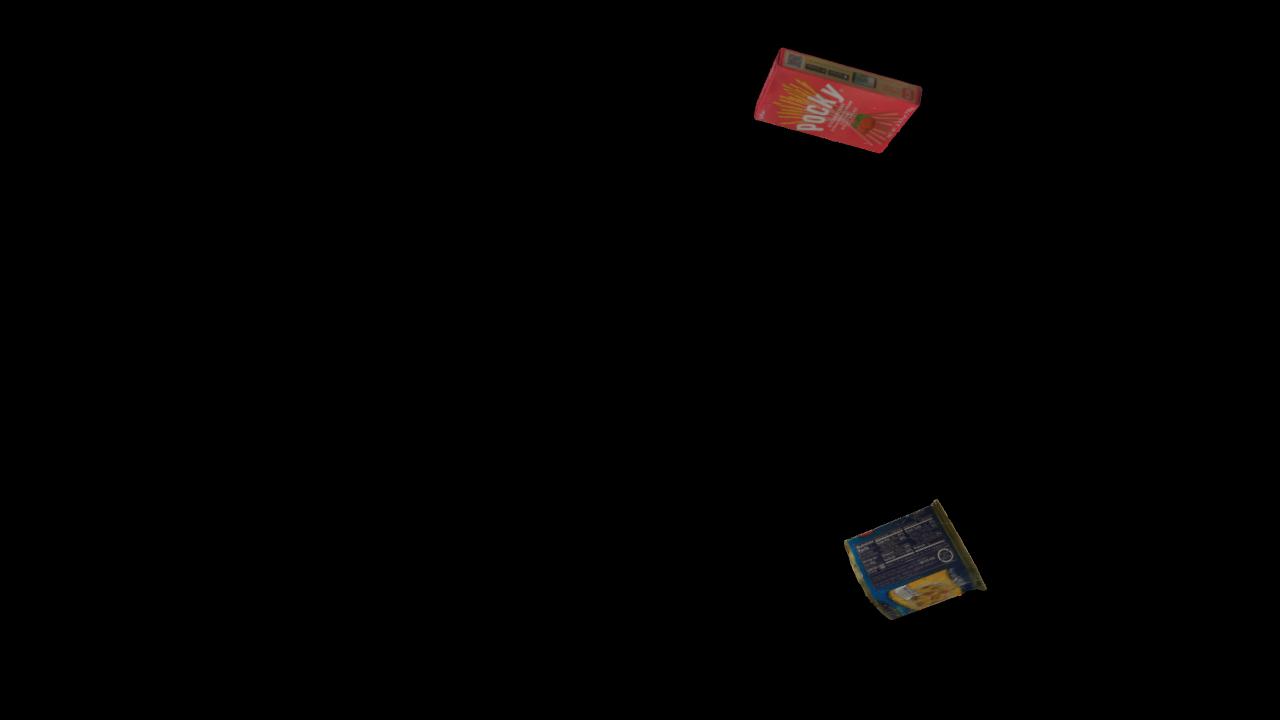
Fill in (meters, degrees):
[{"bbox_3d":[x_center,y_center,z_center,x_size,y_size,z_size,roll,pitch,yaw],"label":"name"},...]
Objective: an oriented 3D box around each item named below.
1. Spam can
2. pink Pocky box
[{"bbox_3d":[0.229,0.171,0.516,0.085,0.058,0.101,-29,-46,16],"label":"Spam can"},{"bbox_3d":[0.209,-0.276,0.662,0.155,0.029,0.084,15,-18,-3],"label":"pink Pocky box"}]
